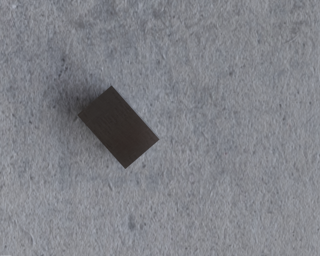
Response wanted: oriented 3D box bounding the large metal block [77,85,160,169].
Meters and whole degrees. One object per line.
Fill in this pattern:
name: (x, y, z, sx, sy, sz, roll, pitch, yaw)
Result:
large metal block: (-0.046, -0.001, 0.382, 0.050, 0.080, 0.080, -41, 91, 0)
